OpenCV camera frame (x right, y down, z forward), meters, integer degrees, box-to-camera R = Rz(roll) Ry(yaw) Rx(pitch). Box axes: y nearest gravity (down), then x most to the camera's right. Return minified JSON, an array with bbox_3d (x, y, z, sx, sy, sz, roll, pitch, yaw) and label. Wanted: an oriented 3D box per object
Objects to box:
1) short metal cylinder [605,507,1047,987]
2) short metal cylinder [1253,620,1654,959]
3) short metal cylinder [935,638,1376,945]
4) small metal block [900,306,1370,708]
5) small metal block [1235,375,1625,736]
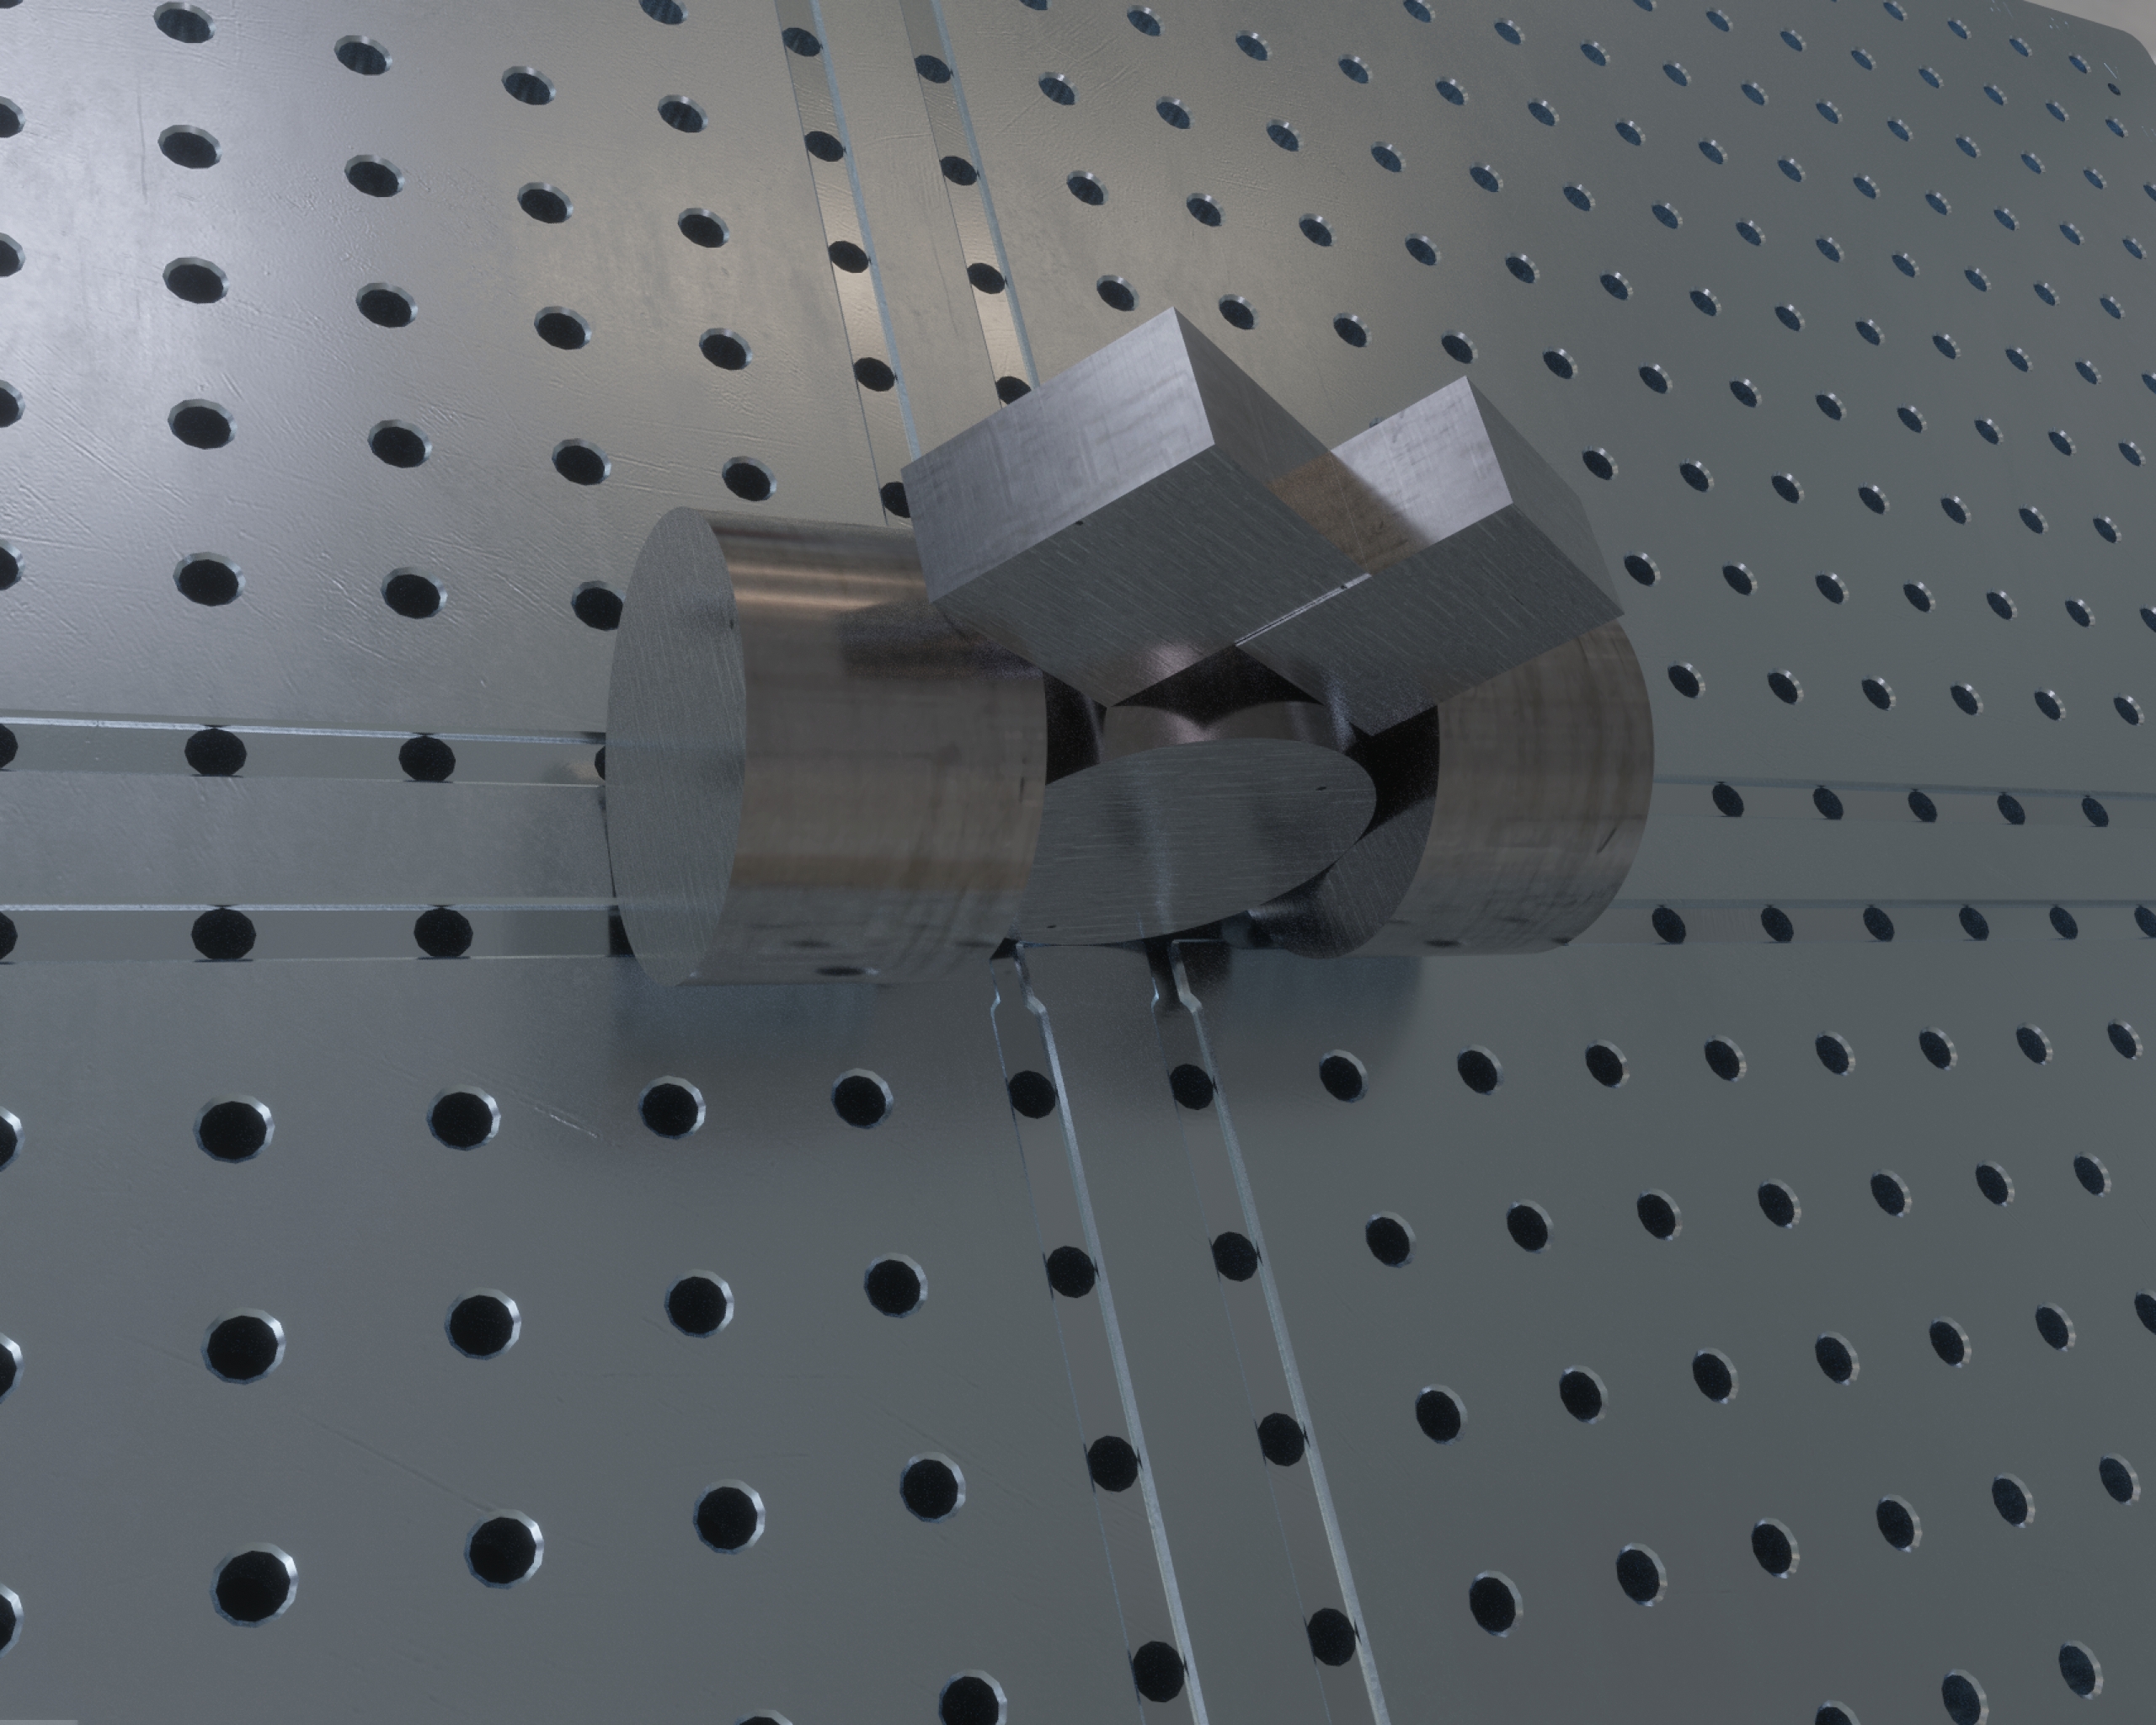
[{"bbox_3d":[-0.046,-0.019,0.359,0.050,0.080,0.080,1,61,-28],"label":"short metal cylinder"},{"bbox_3d":[0.069,-0.021,0.422,0.050,0.080,0.080,0,62,-27],"label":"short metal cylinder"},{"bbox_3d":[0.010,-0.024,0.393,0.081,0.080,0.050,1,62,-28],"label":"short metal cylinder"},{"bbox_3d":[0.009,-0.053,0.325,0.050,0.050,0.025,25,45,-54],"label":"small metal block"},{"bbox_3d":[0.057,-0.050,0.355,0.050,0.050,0.025,24,46,-53],"label":"small metal block"}]
